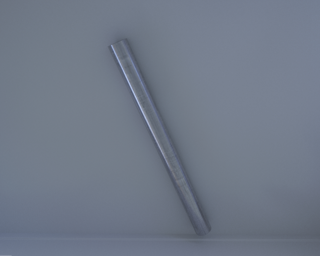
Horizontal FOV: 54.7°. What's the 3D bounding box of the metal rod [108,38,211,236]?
[{"bbox_3d":[0.007,0.025,0.420,0.025,0.025,0.299,-22,109,7],"label":"metal rod"}]
